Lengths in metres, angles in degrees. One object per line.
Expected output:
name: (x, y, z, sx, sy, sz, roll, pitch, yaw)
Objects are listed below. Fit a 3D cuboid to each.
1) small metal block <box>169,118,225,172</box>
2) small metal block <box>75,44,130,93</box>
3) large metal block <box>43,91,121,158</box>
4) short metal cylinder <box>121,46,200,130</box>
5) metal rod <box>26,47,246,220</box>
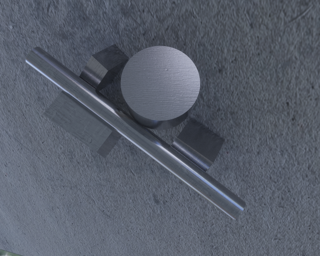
small metal block: (0.045, 0.021, 0.377, 0.050, 0.050, 0.025, 35, 129, 4)
small metal block: (-0.071, -0.072, 0.384, 0.025, 0.050, 0.050, 44, 129, -2)
large metal block: (-0.096, -0.006, 0.414, 0.080, 0.050, 0.080, 35, 169, 4)
short metal cylinder: (0.000, -0.041, 0.338, 0.080, 0.080, 0.050, 34, 170, 5)
metal rod: (-0.030, 0.004, 0.361, 0.300, 0.025, 0.025, 37, 129, 3)
